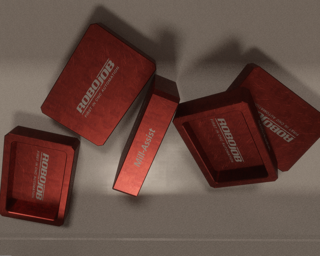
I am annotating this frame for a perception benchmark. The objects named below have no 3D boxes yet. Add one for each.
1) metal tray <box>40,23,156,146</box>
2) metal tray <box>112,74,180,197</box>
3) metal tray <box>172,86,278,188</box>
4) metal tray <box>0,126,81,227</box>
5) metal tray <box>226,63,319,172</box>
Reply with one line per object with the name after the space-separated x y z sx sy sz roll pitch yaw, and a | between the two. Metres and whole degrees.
-0.076 -0.052 0.388 0.090 0.030 0.129 33 106 -12 | metal tray
-0.017 0.006 0.378 0.030 0.090 0.129 21 109 -8 | metal tray
0.084 0.018 0.385 0.090 0.030 0.130 -13 125 28 | metal tray
-0.168 0.069 0.431 0.091 0.030 0.129 13 110 -5 | metal tray
0.142 -0.012 0.406 0.130 0.030 0.090 33 106 -12 | metal tray
